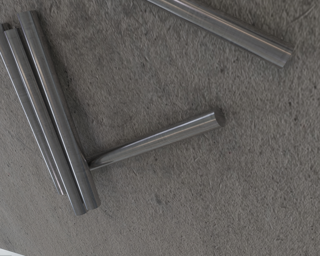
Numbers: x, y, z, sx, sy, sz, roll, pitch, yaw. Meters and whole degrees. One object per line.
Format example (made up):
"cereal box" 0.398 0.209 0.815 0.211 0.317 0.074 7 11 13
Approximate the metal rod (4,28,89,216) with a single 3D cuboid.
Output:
"metal rod" -0.167 0.001 0.474 0.025 0.025 0.298 -5 110 30

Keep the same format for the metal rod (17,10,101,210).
"metal rod" -0.141 -0.014 0.451 0.025 0.025 0.298 -3 110 30

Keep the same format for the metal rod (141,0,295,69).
"metal rod" -0.006 -0.141 0.322 0.301 0.025 0.025 29 128 9

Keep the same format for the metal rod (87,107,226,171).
"metal rod" -0.044 0.031 0.448 0.299 0.025 0.025 -21 107 36

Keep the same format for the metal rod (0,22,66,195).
"metal rod" -0.202 -0.016 0.503 0.025 0.025 0.298 3 120 27
